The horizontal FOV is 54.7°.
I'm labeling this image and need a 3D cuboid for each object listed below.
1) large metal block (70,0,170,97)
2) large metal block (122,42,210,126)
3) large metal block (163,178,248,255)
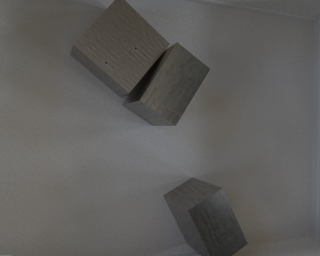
[{"bbox_3d":[-0.050,-0.096,0.380,0.080,0.050,0.080,41,77,-16],"label":"large metal block"},{"bbox_3d":[0.005,-0.049,0.384,0.050,0.080,0.080,35,79,-17],"label":"large metal block"},{"bbox_3d":[0.056,0.118,0.404,0.050,0.080,0.080,-28,100,-18],"label":"large metal block"}]
